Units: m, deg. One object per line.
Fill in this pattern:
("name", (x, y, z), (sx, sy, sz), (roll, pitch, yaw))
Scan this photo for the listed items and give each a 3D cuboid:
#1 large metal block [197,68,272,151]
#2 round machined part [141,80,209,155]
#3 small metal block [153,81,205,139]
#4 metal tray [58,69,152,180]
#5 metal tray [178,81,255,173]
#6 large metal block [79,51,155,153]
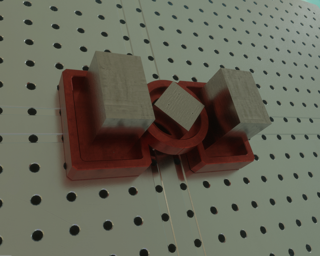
("large metal block", (0.091, -0.022, 0.418), (0.050, 0.080, 0.080), (1, 61, -28))
("round machined part", (0.009, -0.010, 0.397), (0.099, 0.042, 0.098), (14, 56, -21))
("small metal block", (0.019, -0.022, 0.379), (0.050, 0.025, 0.050), (38, 51, -3))
("metal tray", (-0.068, -0.007, 0.371), (0.091, 0.030, 0.130), (1, 61, -28))
("metal tray", (0.073, -0.005, 0.445), (0.091, 0.030, 0.130), (0, 62, -28))
("large metal block", (-0.052, -0.025, 0.343), (0.050, 0.080, 0.080), (1, 62, -28))
